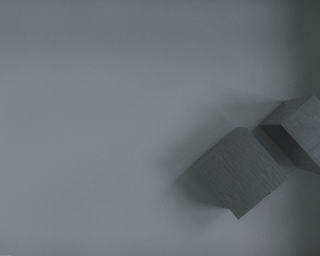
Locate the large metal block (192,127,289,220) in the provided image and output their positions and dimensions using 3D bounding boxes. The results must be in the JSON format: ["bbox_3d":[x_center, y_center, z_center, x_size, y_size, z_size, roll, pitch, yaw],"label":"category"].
[{"bbox_3d":[0.100,0.055,0.400,0.080,0.050,0.080,-40,90,0],"label":"large metal block"}]

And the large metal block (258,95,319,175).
[{"bbox_3d":[0.180,0.009,0.385,0.050,0.080,0.080,-42,90,0],"label":"large metal block"}]
